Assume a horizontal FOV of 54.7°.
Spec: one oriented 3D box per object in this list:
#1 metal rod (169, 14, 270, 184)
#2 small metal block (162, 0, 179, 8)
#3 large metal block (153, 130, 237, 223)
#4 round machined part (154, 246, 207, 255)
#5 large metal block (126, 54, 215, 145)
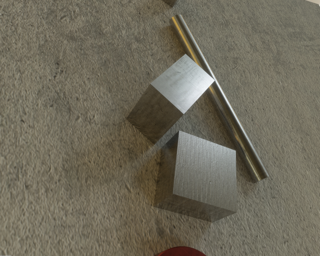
[{"bbox_3d":[0.086,-0.056,0.483,0.025,0.025,0.299,-12,68,-33],"label":"metal rod"},{"bbox_3d":[0.033,-0.255,0.561,0.025,0.050,0.050,35,51,-5],"label":"small metal block"},{"bbox_3d":[0.044,0.060,0.375,0.080,0.050,0.080,20,54,-17],"label":"large metal block"},{"bbox_3d":[0.027,0.168,0.305,0.099,0.042,0.098,14,56,-21],"label":"round machined part"},{"bbox_3d":[0.013,-0.036,0.397,0.050,0.080,0.080,43,51,1],"label":"large metal block"}]
